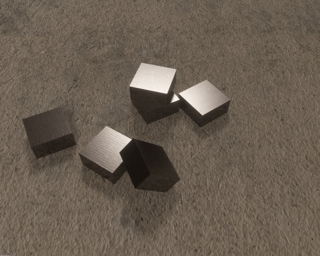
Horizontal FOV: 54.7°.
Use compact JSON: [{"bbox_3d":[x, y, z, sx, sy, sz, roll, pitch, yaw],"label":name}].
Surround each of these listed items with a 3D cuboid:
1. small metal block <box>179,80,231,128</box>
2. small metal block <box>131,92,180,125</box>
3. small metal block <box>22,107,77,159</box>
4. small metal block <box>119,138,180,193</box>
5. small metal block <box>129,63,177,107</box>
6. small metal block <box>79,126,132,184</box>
[{"bbox_3d":[0.061,-0.035,0.434,0.050,0.025,0.050,-28,56,-22],"label":"small metal block"},{"bbox_3d":[-0.008,-0.038,0.435,0.050,0.025,0.050,-23,54,-18],"label":"small metal block"},{"bbox_3d":[-0.142,0.005,0.397,0.050,0.025,0.050,-21,53,-17],"label":"small metal block"},{"bbox_3d":[-0.012,0.043,0.349,0.050,0.025,0.050,20,32,-47],"label":"small metal block"},{"bbox_3d":[-0.008,-0.059,0.420,0.050,0.025,0.050,13,51,10],"label":"small metal block"},{"bbox_3d":[-0.060,0.032,0.376,0.050,0.025,0.050,27,55,20],"label":"small metal block"}]
